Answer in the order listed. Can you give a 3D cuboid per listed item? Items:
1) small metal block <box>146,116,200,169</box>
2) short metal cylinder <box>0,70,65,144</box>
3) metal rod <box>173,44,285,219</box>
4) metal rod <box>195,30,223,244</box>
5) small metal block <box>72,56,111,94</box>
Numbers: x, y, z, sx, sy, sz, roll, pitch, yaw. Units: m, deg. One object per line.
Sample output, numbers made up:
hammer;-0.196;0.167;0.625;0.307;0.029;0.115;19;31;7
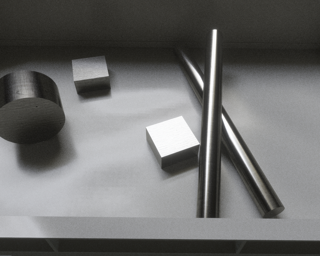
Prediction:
small metal block;0.015;0.017;0.391;0.050;0.025;0.050;-18;53;-15
short metal cylinder;-0.165;-0.025;0.388;0.081;0.080;0.050;-16;52;-14
metal rod;0.077;-0.019;0.422;0.025;0.025;0.300;-13;51;-11
metal rod;0.065;-0.013;0.389;0.025;0.025;0.300;5;58;4
small metal block;-0.105;-0.082;0.473;0.050;0.025;0.050;-10;51;-9
